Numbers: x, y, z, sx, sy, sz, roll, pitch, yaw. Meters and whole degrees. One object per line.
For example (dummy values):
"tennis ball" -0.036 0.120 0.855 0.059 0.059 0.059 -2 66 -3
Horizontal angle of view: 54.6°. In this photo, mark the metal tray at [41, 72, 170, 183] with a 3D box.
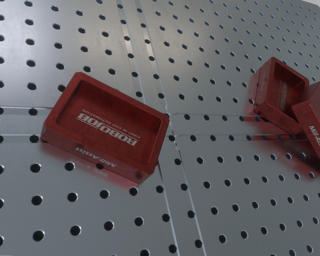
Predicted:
"metal tray" -0.060 -0.001 0.372 0.131 0.030 0.090 27 52 -12

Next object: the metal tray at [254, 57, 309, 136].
"metal tray" 0.223 -0.060 0.560 0.090 0.030 0.130 30 52 -9

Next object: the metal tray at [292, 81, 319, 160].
"metal tray" 0.280 -0.004 0.530 0.091 0.030 0.130 -40 101 -43
